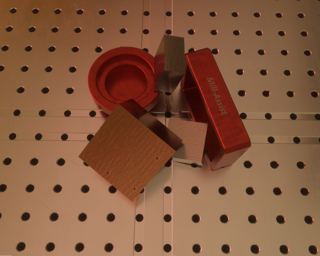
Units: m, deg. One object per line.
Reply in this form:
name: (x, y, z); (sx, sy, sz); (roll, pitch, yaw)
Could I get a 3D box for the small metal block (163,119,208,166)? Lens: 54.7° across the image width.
small metal block: (0.034, 0.018, 0.400); (0.050, 0.025, 0.050); (8, 74, 14)

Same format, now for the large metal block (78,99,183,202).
large metal block: (-0.033, 0.024, 0.365); (0.080, 0.050, 0.080); (40, 106, 2)

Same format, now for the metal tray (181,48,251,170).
metal tray: (0.063, -0.021, 0.386); (0.030, 0.090, 0.130); (-17, 71, -6)

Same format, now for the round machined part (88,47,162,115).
round machined part: (-0.045, -0.058, 0.423); (0.099, 0.042, 0.098); (0, 70, -1)

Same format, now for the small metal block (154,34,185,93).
small metal block: (0.011, -0.078, 0.384); (0.025, 0.050, 0.050); (5, 68, -13)
